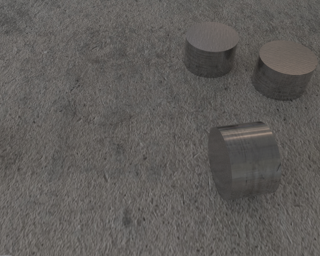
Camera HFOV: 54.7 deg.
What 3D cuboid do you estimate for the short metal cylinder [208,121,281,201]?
[{"bbox_3d":[0.089,0.035,0.338,0.050,0.080,0.080,-7,51,-6],"label":"short metal cylinder"}]

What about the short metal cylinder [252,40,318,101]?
[{"bbox_3d":[0.183,-0.086,0.460,0.080,0.050,0.080,0,50,0],"label":"short metal cylinder"}]

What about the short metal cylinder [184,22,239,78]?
[{"bbox_3d":[0.080,-0.125,0.492,0.080,0.050,0.080,0,50,0],"label":"short metal cylinder"}]
